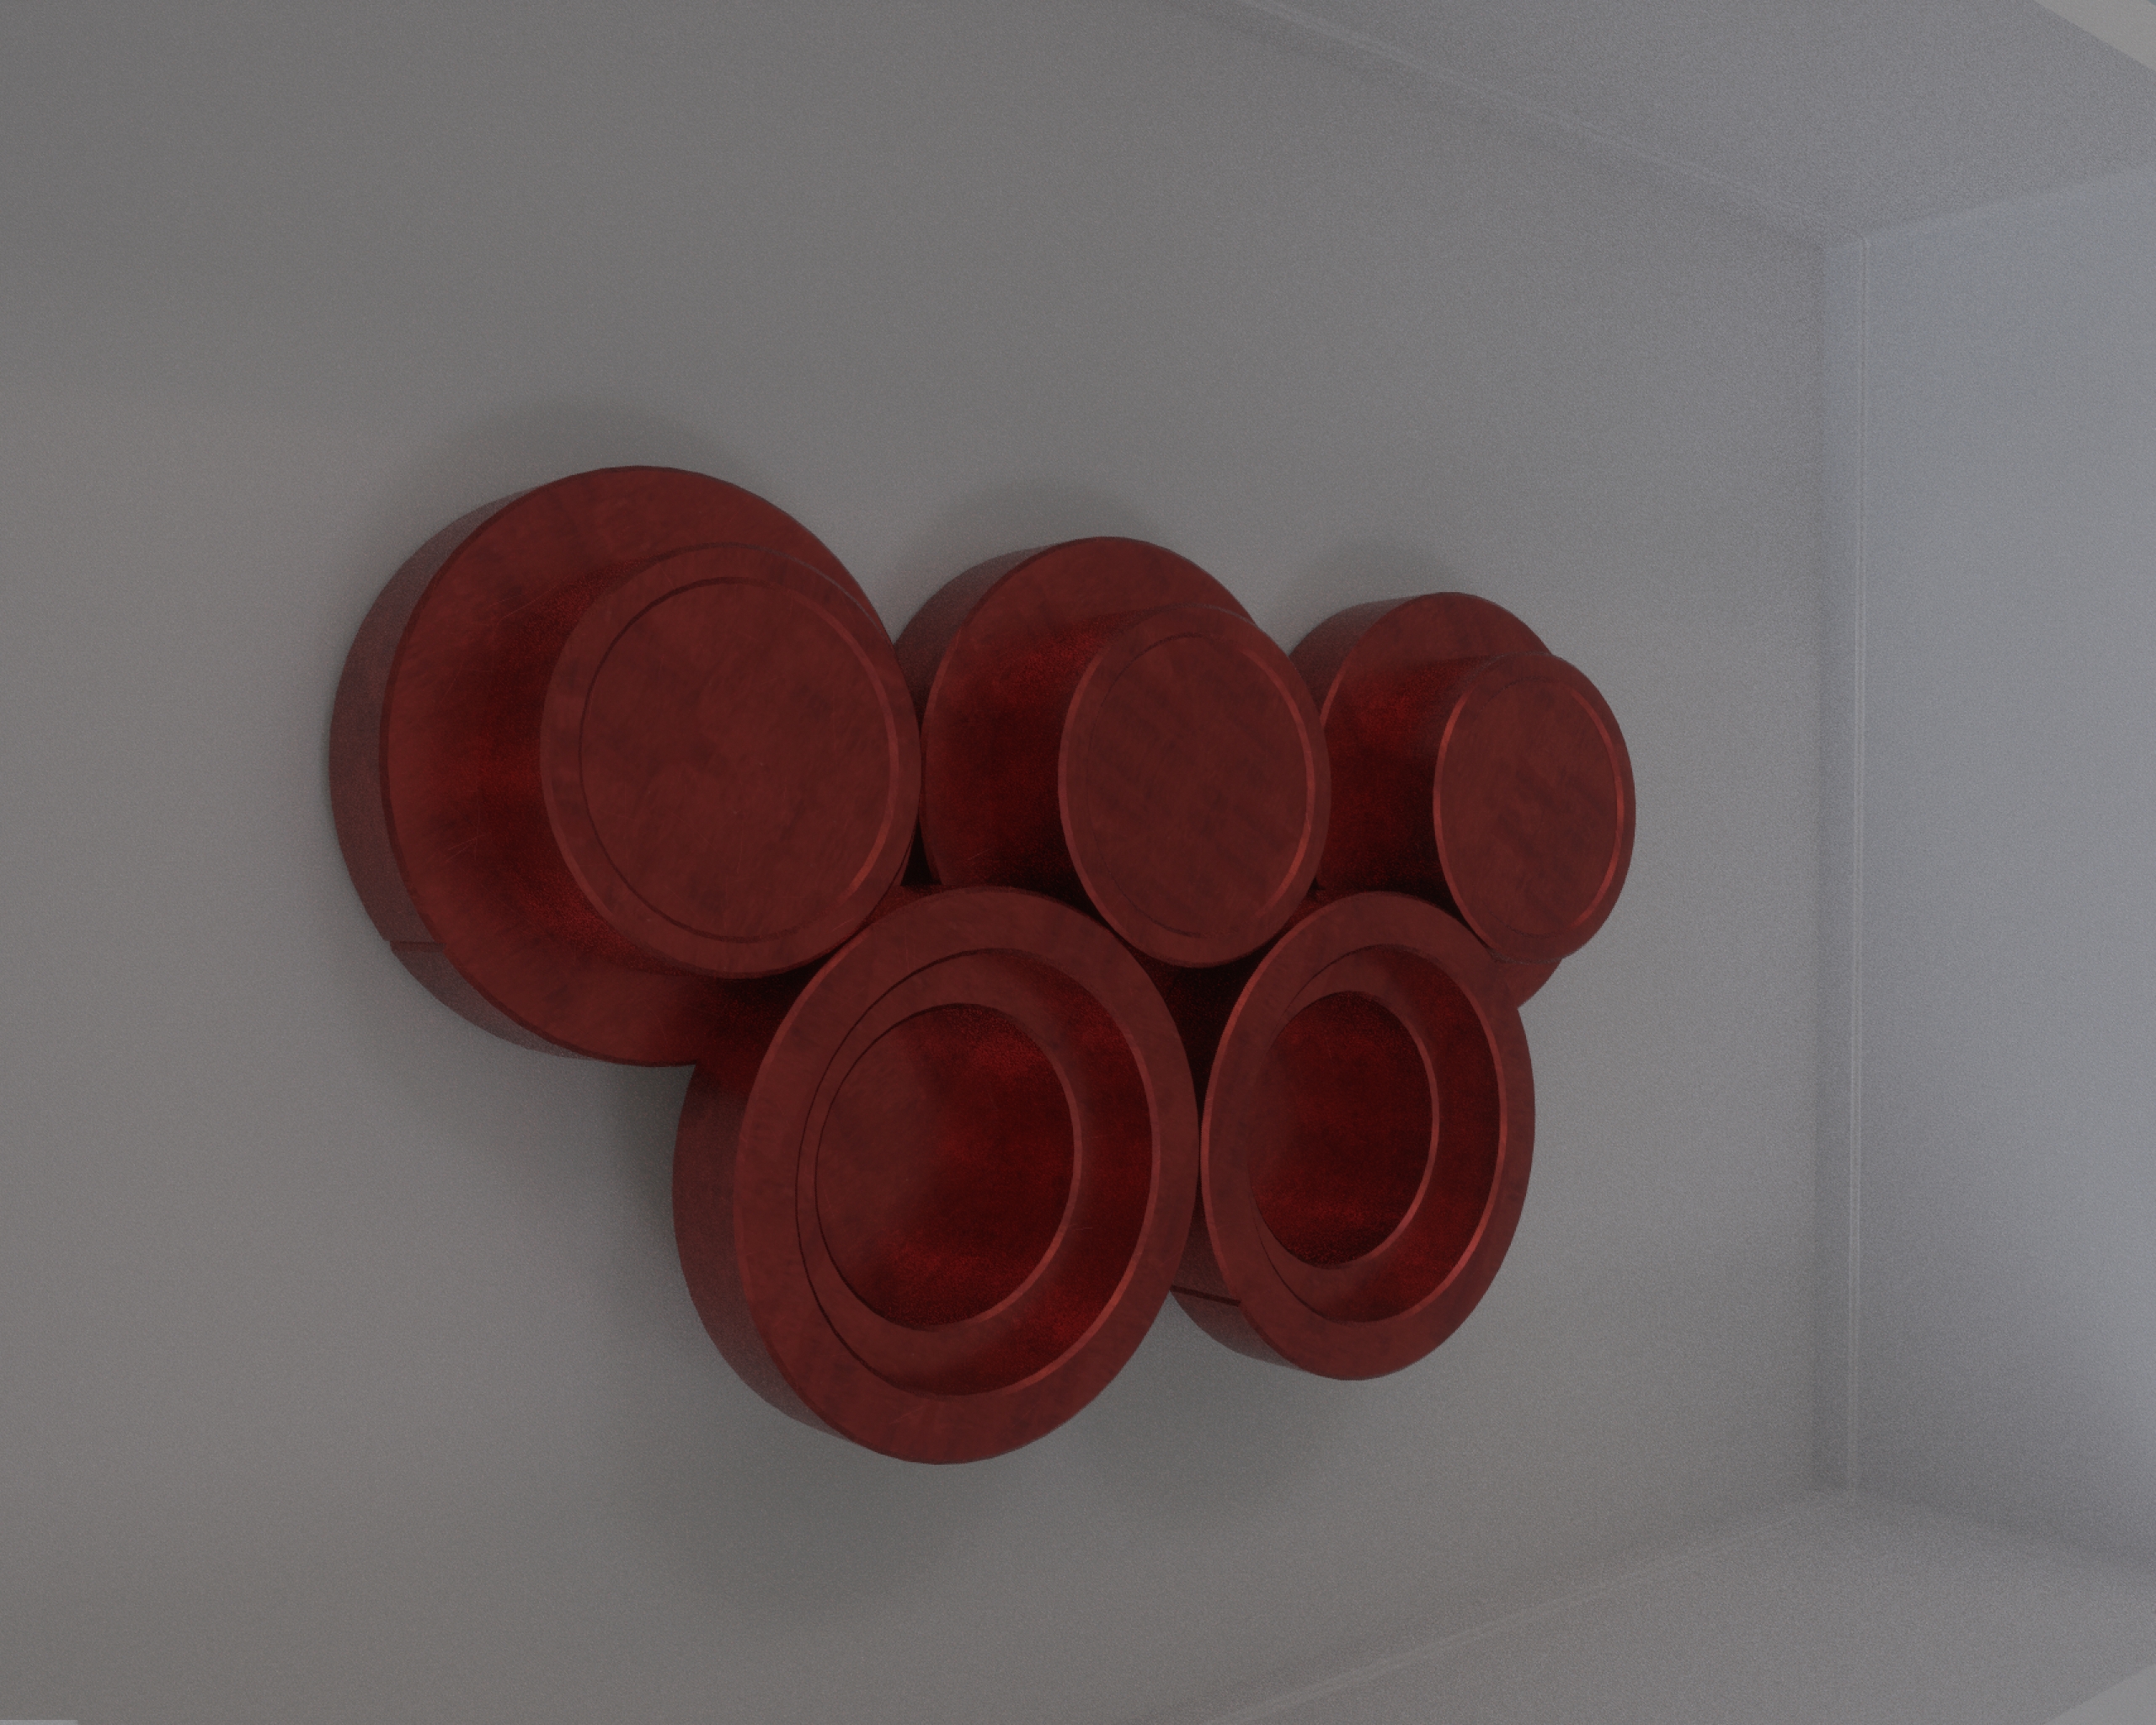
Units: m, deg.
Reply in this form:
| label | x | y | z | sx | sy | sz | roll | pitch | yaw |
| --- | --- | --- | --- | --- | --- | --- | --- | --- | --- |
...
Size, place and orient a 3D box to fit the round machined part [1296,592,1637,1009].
| label | x | y | z | sx | sy | sz | roll | pitch | yaw |
| --- | --- | --- | --- | --- | --- | --- | --- | --- | --- |
| round machined part | 0.087 | -0.012 | 0.465 | 0.099 | 0.042 | 0.097 | 1 | 89 | -39 |

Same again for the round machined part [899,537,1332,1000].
| label | x | y | z | sx | sy | sz | roll | pitch | yaw |
| --- | --- | --- | --- | --- | --- | --- | --- | --- | --- |
| round machined part | 0.010 | -0.014 | 0.401 | 0.099 | 0.042 | 0.097 | 1 | 89 | -39 |

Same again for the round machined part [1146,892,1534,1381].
| label | x | y | z | sx | sy | sz | roll | pitch | yaw |
| --- | --- | --- | --- | --- | --- | --- | --- | --- | --- |
| round machined part | 0.047 | 0.054 | 0.433 | 0.099 | 0.042 | 0.097 | 0 | 90 | -40 |

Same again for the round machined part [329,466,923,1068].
| label | x | y | z | sx | sy | sz | roll | pitch | yaw |
| --- | --- | --- | --- | --- | --- | --- | --- | --- | --- |
| round machined part | -0.065 | -0.015 | 0.338 | 0.099 | 0.042 | 0.097 | 1 | 89 | -41 |

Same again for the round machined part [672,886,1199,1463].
| label | x | y | z | sx | sy | sz | roll | pitch | yaw |
| --- | --- | --- | --- | --- | --- | --- | --- | --- | --- |
| round machined part | -0.028 | 0.052 | 0.369 | 0.099 | 0.042 | 0.097 | 0 | 90 | -40 |
